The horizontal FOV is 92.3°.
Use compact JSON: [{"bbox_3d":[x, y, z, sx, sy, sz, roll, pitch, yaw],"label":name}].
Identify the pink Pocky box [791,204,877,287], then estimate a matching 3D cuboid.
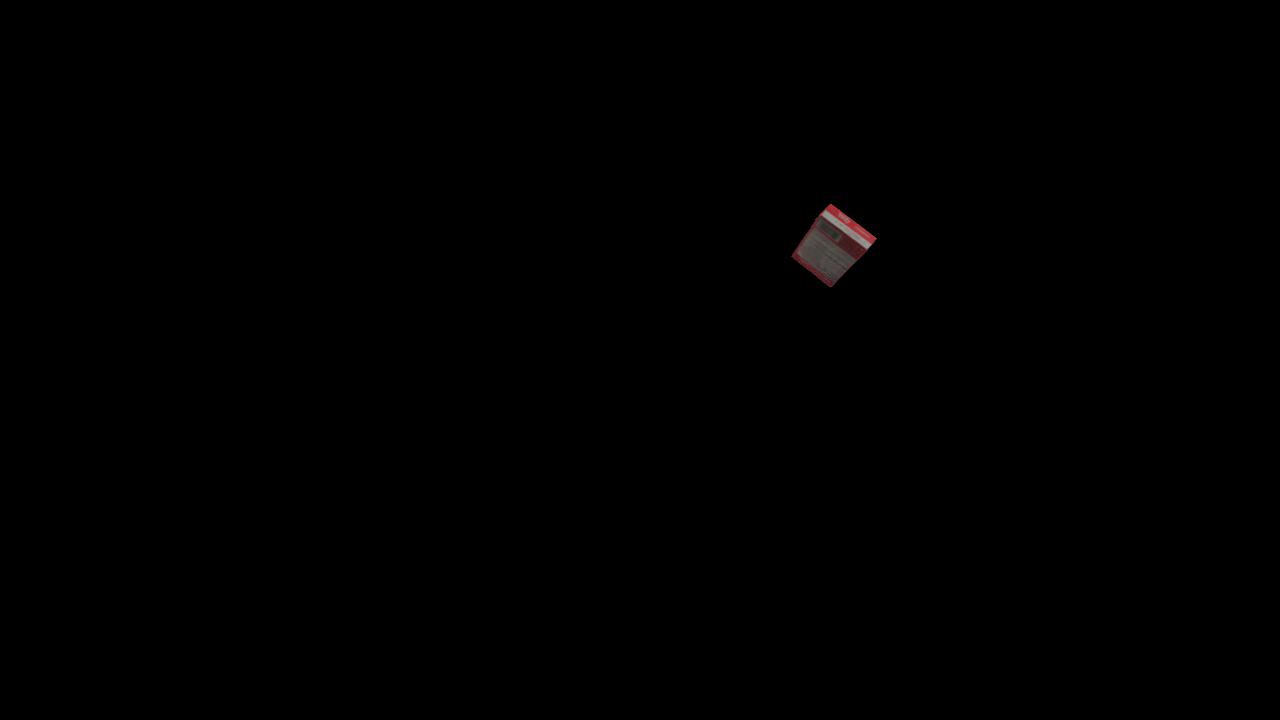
[{"bbox_3d":[0.289,-0.169,0.932,0.084,0.029,0.155,41,-11,8],"label":"pink Pocky box"}]
